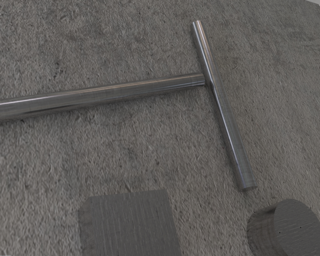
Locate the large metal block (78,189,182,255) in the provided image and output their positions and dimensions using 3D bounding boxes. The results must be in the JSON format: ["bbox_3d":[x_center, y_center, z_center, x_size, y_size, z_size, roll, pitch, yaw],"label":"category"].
[{"bbox_3d":[-0.031,0.110,0.304,0.081,0.050,0.080,0,62,-28],"label":"large metal block"}]

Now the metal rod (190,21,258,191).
[{"bbox_3d":[0.092,-0.049,0.483,0.025,0.025,0.299,3,60,-27],"label":"metal rod"}]

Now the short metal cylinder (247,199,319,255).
[{"bbox_3d":[0.158,0.135,0.390,0.081,0.050,0.080,14,56,-21],"label":"short metal cylinder"}]

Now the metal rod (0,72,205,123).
[{"bbox_3d":[-0.060,-0.044,0.397,0.303,0.025,0.025,-14,69,-34],"label":"metal rod"}]
